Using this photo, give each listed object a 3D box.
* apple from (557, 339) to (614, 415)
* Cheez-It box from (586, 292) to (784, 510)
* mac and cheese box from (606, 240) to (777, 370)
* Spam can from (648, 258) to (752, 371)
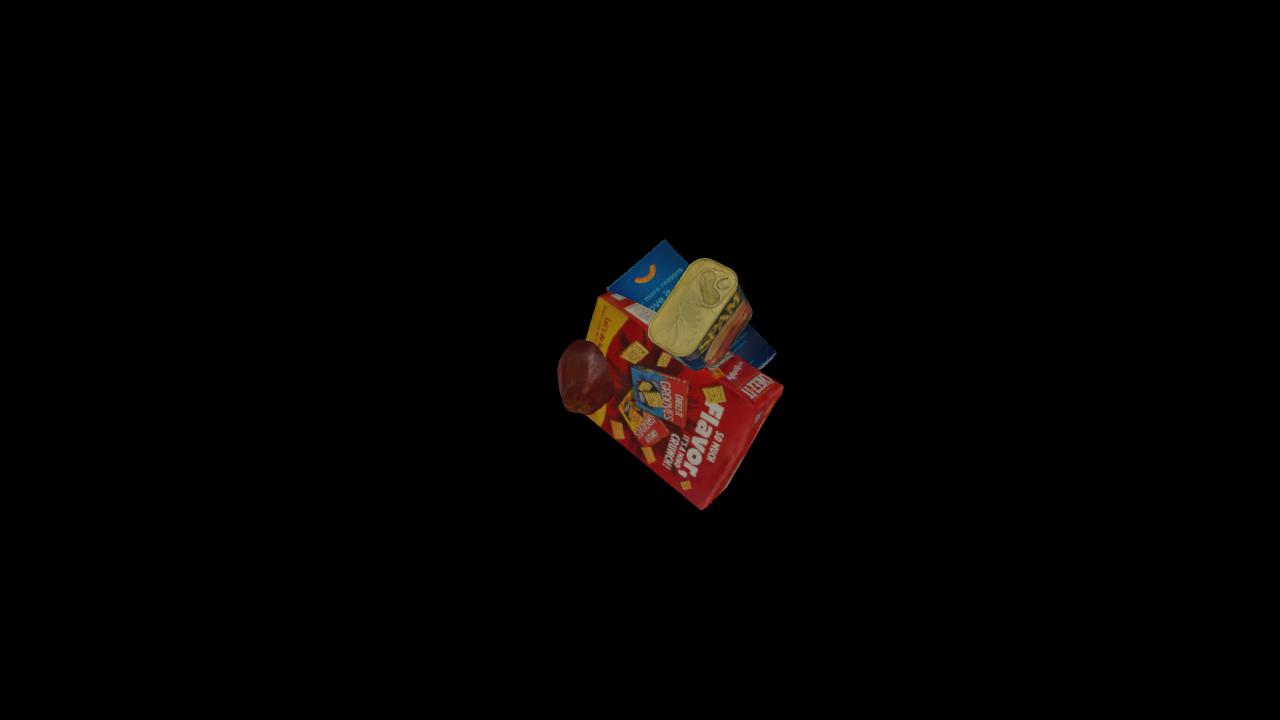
[{"bbox_3d":[-0.060,0.018,0.730,0.079,0.093,0.079,9,-32,6],"label":"apple"},{"bbox_3d":[0.030,0.040,0.713,0.223,0.166,0.071,36,38,21],"label":"Cheez-It box"},{"bbox_3d":[0.057,-0.041,0.703,0.093,0.184,0.041,-41,-12,-5],"label":"mac and cheese box"},{"bbox_3d":[0.065,-0.040,0.630,0.058,0.101,0.085,34,-2,27],"label":"Spam can"}]
